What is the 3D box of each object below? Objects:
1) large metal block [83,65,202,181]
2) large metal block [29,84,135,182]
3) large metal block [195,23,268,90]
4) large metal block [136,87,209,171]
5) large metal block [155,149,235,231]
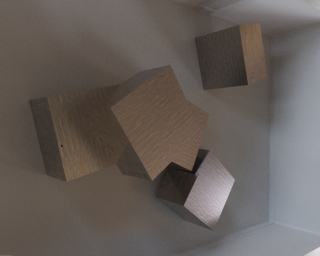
[{"bbox_3d":[-0.015,-0.006,0.313,0.080,0.050,0.080,-41,115,-32],"label":"large metal block"},{"bbox_3d":[-0.079,0.002,0.324,0.081,0.050,0.079,-17,101,-39],"label":"large metal block"},{"bbox_3d":[0.104,-0.103,0.458,0.050,0.080,0.080,-19,102,-38],"label":"large metal block"},{"bbox_3d":[0.009,0.002,0.397,0.080,0.050,0.080,30,71,-36],"label":"large metal block"},{"bbox_3d":[0.051,0.083,0.428,0.080,0.050,0.080,47,62,-37],"label":"large metal block"}]
